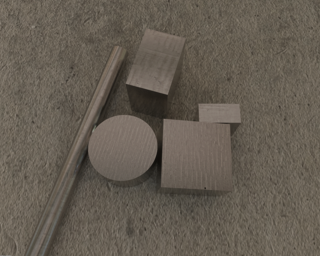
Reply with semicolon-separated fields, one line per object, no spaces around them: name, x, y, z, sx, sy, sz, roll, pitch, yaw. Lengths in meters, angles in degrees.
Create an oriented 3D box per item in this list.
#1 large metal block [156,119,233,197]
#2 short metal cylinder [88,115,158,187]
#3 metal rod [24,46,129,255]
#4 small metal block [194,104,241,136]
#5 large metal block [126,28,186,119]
large metal block;0.039;0.038;0.377;0.081;0.050;0.080;5;70;-6
short metal cylinder;-0.043;0.030;0.384;0.081;0.050;0.080;0;70;0
metal rod;-0.101;0.023;0.398;0.025;0.025;0.299;16;71;6
small metal block;0.072;-0.010;0.399;0.050;0.050;0.025;0;70;0
large metal block;-0.004;-0.067;0.403;0.050;0.080;0.080;16;71;5
